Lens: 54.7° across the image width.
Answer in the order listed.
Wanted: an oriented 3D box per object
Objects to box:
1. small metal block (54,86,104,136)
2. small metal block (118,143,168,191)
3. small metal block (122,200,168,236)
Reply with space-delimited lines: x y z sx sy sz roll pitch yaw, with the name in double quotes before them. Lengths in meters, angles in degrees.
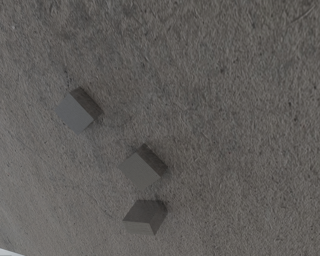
"small metal block" -0.119 -0.025 0.455 0.050 0.025 0.050 48 129 -6
"small metal block" -0.025 0.058 0.456 0.050 0.025 0.050 46 129 -4
"small metal block" -0.023 0.141 0.490 0.050 0.050 0.025 -5 116 31
